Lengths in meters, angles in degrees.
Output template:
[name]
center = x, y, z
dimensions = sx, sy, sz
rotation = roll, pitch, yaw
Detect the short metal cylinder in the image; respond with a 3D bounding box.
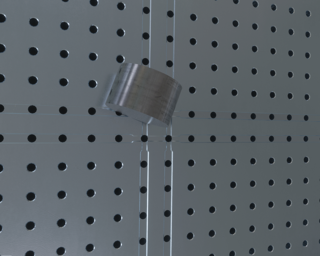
[short metal cylinder]
center = -0.019, -0.038, 0.376
dimensions = 0.080, 0.080, 0.050
rotation = 22, 83, -19
